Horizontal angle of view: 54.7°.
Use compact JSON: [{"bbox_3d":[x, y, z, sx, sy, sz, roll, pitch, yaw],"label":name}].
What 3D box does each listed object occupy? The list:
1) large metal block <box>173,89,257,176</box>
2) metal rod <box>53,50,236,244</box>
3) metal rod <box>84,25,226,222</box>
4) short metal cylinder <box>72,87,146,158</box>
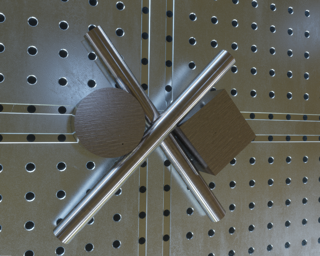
[{"bbox_3d":[0.068,0.005,0.420,0.080,0.050,0.080,-40,103,-16],"label":"large metal block"},{"bbox_3d":[-0.015,0.019,0.381,0.025,0.025,0.300,44,84,-15],"label":"metal rod"},{"bbox_3d":[0.000,0.003,0.408,0.025,0.025,0.299,-38,102,-16],"label":"metal rod"},{"bbox_3d":[-0.063,-0.006,0.372,0.081,0.050,0.079,0,90,-20],"label":"short metal cylinder"}]
